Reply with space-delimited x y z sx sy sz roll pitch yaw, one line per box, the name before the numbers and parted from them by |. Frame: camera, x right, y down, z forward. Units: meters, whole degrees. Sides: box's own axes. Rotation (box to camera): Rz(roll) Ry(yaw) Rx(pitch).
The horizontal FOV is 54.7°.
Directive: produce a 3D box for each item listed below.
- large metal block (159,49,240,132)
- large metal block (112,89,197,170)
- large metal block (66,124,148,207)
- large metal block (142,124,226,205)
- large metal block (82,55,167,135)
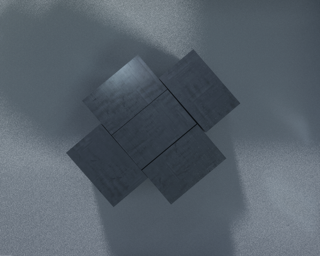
large metal block | 0.044 -0.042 0.384 0.050 0.080 0.080 -41 91 0
large metal block | -0.006 0.001 0.383 0.080 0.080 0.050 -40 90 0
large metal block | -0.059 0.041 0.382 0.050 0.080 0.080 -41 91 0
large metal block | 0.027 0.040 0.384 0.080 0.080 0.050 -40 90 0
large metal block | -0.039 -0.037 0.382 0.080 0.080 0.050 -40 90 0
